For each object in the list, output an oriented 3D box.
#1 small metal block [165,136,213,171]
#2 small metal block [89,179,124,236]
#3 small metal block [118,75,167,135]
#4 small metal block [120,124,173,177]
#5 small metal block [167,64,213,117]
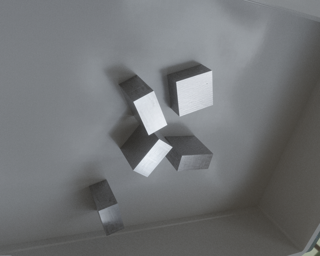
[{"bbox_3d":[0.037,0.034,0.434,0.050,0.050,0.025,0,119,-28],"label":"small metal block"},{"bbox_3d":[-0.072,0.107,0.419,0.025,0.050,0.050,-19,126,-17],"label":"small metal block"},{"bbox_3d":[-0.020,-0.028,0.364,0.025,0.050,0.050,-30,129,-9],"label":"small metal block"},{"bbox_3d":[-0.019,0.026,0.398,0.025,0.050,0.050,33,100,-38],"label":"small metal block"},{"bbox_3d":[0.040,-0.049,0.400,0.050,0.025,0.050,-20,126,-17],"label":"small metal block"}]
